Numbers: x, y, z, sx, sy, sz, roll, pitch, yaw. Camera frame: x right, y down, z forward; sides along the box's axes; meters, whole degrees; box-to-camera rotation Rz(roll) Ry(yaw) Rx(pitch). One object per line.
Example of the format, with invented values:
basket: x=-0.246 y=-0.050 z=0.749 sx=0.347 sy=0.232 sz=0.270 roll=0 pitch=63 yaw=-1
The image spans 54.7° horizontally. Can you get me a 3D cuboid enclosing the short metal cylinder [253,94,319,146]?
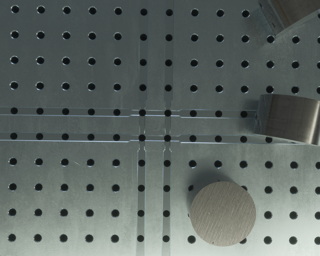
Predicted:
short metal cylinder: x=0.162 y=-0.009 z=0.388 sx=0.080 sy=0.080 sz=0.050 roll=11 pitch=90 yaw=-1

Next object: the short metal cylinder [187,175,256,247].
short metal cylinder: x=0.077 y=0.105 z=0.402 sx=0.081 sy=0.050 sz=0.079 roll=0 pitch=90 yaw=-1

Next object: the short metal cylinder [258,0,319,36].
short metal cylinder: x=0.172 y=-0.159 z=0.388 sx=0.080 sy=0.080 sz=0.050 roll=-28 pitch=90 yaw=0
